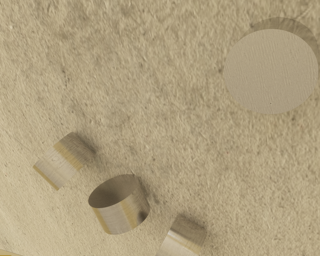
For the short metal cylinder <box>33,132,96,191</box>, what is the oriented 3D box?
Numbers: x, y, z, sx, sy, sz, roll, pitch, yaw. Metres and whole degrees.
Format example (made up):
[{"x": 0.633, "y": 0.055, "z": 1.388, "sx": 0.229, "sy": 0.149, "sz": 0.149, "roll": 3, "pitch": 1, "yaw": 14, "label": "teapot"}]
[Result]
[{"x": -0.146, "y": 0.051, "z": 0.477, "sx": 0.050, "sy": 0.080, "sz": 0.080, "roll": 46, "pitch": 129, "yaw": -4, "label": "short metal cylinder"}]

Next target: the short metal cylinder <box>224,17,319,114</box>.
[{"x": 0.107, "y": -0.060, "z": 0.297, "sx": 0.080, "sy": 0.050, "sz": 0.079, "roll": 13, "pitch": 124, "yaw": 20, "label": "short metal cylinder"}]

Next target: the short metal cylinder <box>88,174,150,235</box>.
[{"x": -0.061, "y": 0.115, "z": 0.473, "sx": 0.080, "sy": 0.080, "sz": 0.050, "roll": -8, "pitch": 115, "yaw": 31, "label": "short metal cylinder"}]

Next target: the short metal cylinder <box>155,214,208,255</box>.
[{"x": 0.030, "y": 0.177, "z": 0.464, "sx": 0.050, "sy": 0.080, "sz": 0.079, "roll": 28, "pitch": 128, "yaw": 10, "label": "short metal cylinder"}]
